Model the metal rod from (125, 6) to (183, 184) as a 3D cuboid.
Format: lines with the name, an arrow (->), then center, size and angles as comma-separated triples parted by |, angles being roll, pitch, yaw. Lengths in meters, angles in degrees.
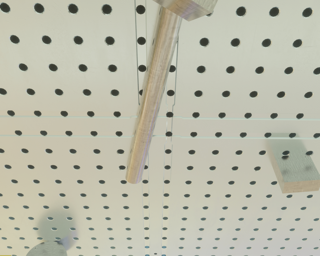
metal rod -> -0.010, -0.035, 0.381 | 0.025, 0.025, 0.298 | 9, 130, -8

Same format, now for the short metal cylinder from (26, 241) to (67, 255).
short metal cylinder -> -0.219, 0.271, 0.604 | 0.081, 0.080, 0.050 | 2, 130, -2

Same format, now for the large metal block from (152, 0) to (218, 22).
large metal block -> 0.016, -0.145, 0.248 | 0.080, 0.050, 0.080 | 24, 93, -19

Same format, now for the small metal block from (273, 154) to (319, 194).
small metal block -> 0.199, 0.066, 0.453 | 0.050, 0.050, 0.025 | -5, 130, 4
